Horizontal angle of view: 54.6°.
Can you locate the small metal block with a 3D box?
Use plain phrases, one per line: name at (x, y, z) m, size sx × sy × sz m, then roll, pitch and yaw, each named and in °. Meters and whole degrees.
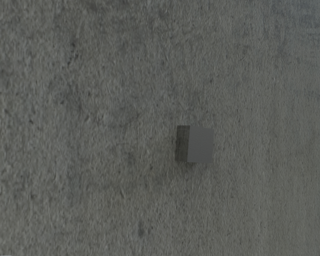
small metal block at (0.050, 0.024, 0.445) m, size 0.050 × 0.025 × 0.050 m, roll 8°, pitch 85°, yaw -40°
